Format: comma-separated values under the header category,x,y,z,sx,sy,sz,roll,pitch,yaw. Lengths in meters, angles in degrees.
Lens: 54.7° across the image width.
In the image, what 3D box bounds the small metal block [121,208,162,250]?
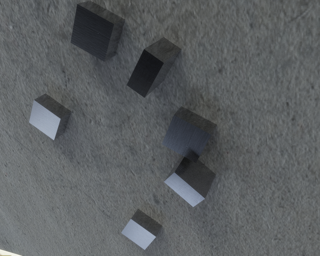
category,x,y,z,sx,sy,sz,roll,pitch,yaw
small metal block,-0.032,0.173,0.529,0.050,0.025,0.050,34,129,5

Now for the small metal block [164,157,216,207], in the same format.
category,x,y,z,sx,sy,sz,roll,pitch,yaw
small metal block,0.041,0.066,0.409,0.050,0.050,0.025,41,129,0

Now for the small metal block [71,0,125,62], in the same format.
category,x,y,z,sx,sy,sz,roll,pitch,yaw
small metal block,-0.076,-0.117,0.373,0.050,0.025,0.050,31,128,8

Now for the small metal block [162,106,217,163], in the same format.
category,x,y,z,sx,sy,sz,roll,pitch,yaw
small metal block,0.036,0.008,0.392,0.050,0.025,0.050,29,128,9

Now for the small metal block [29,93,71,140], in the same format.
category,x,y,z,sx,sy,sz,roll,pitch,yaw
small metal block,-0.172,-0.017,0.485,0.050,0.025,0.050,35,129,4

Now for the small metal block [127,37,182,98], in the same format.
category,x,y,z,sx,sy,sz,roll,pitch,yaw
small metal block,-0.006,-0.069,0.350,0.025,0.050,0.050,36,129,4
